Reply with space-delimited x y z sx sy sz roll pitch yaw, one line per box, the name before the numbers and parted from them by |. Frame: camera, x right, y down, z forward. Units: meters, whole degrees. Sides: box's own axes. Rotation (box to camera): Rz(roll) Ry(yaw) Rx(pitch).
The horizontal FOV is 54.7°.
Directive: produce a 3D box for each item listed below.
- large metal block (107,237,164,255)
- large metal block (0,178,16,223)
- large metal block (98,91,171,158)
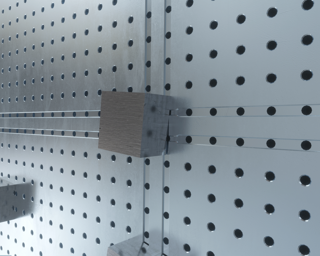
large metal block | -0.031 0.208 0.416 0.080 0.050 0.079 17 101 38
large metal block | -0.370 0.161 0.693 0.080 0.050 0.079 7 95 39
large metal block | -0.036 -0.007 0.421 0.080 0.050 0.079 8 95 39
